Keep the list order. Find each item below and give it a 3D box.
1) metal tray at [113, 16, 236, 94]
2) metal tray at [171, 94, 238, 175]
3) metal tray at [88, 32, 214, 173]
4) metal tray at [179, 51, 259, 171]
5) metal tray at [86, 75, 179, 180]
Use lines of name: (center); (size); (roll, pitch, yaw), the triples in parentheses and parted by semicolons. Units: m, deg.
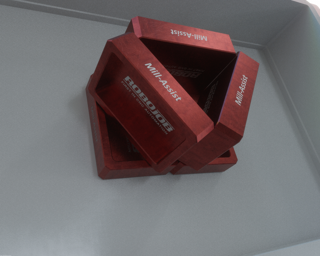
metal tray: (0.015, -0.082, 0.380); (0.131, 0.090, 0.030); (2, 62, -27)
metal tray: (0.045, -0.004, 0.427); (0.091, 0.030, 0.130); (1, 60, -27)
metal tray: (-0.016, -0.023, 0.329); (0.130, 0.090, 0.030); (49, 52, 6)
metal tray: (0.070, -0.021, 0.373); (0.030, 0.090, 0.130); (31, 52, -8)
metal tray: (-0.037, -0.005, 0.385); (0.091, 0.030, 0.130); (0, 61, -28)
